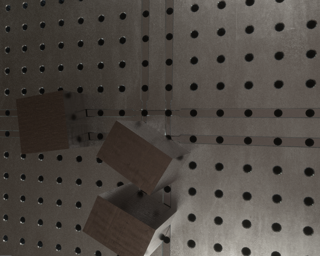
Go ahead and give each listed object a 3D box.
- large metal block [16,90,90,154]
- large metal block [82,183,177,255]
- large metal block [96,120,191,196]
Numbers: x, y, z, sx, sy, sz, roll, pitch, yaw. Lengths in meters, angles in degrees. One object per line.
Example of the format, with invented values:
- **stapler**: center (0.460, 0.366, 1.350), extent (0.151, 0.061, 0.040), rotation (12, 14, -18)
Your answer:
- **large metal block**: center (-0.156, -0.007, 0.453), extent (0.080, 0.050, 0.080), rotation (-8, 88, 19)
- **large metal block**: center (-0.035, 0.118, 0.395), extent (0.080, 0.080, 0.050), rotation (26, 99, 17)
- **large metal block**: center (-0.017, 0.033, 0.389), extent (0.080, 0.080, 0.050), rotation (33, 101, 16)
